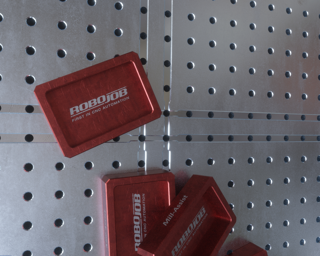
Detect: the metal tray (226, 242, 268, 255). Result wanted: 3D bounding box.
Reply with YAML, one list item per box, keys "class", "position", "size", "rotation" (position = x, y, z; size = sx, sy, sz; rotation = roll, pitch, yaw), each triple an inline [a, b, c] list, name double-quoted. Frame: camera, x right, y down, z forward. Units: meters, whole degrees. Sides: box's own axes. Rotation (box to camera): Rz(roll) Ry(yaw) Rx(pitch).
- class: "metal tray"
  position: [0.128, 0.251, 0.459]
  size: [0.091, 0.030, 0.129]
  rotation: [-18, 96, -20]

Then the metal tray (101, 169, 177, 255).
- class: "metal tray"
  position: [-0.025, 0.123, 0.401]
  size: [0.091, 0.030, 0.129]
  rotation: [-3, 91, -20]

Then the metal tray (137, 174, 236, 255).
- class: "metal tray"
  position: [0.041, 0.135, 0.398]
  size: [0.131, 0.030, 0.090]
  rotation: [-47, 118, -31]

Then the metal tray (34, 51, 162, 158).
- class: "metal tray"
  position: [-0.074, -0.030, 0.383]
  size: [0.131, 0.030, 0.090]
  rotation: [-25, 99, -19]
